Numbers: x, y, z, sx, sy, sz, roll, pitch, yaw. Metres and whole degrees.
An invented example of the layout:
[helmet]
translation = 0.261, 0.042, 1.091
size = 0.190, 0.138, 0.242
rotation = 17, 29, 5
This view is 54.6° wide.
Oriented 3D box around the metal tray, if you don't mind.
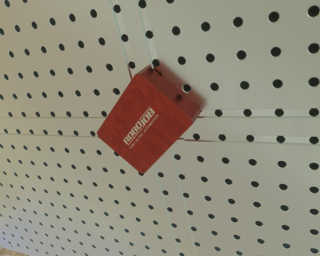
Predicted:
[metal tray]
translation = -0.020, -0.006, 0.416
size = 0.090, 0.030, 0.129
rotation = 41, 129, 0
